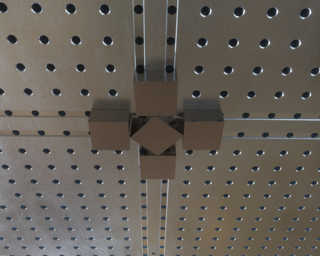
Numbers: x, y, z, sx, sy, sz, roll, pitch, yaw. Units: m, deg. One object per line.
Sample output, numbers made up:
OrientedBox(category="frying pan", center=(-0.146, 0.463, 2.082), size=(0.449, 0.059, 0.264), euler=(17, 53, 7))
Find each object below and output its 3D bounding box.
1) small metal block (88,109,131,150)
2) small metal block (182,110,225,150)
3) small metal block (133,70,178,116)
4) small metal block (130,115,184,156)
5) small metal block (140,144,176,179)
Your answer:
OrientedBox(category="small metal block", center=(-0.065, 0.003, 0.413), size=(0.050, 0.025, 0.050), euler=(1, 130, -2))
OrientedBox(category="small metal block", center=(0.056, 0.003, 0.415), size=(0.050, 0.025, 0.050), euler=(0, 130, 0))
OrientedBox(category="small metal block", center=(-0.005, -0.042, 0.376), size=(0.050, 0.025, 0.050), euler=(-1, 130, 0))
OrientedBox(category="small metal block", center=(-0.004, 0.004, 0.414), size=(0.050, 0.025, 0.050), euler=(35, 122, -26))
OrientedBox(category="small metal block", center=(-0.003, 0.049, 0.453), size=(0.050, 0.025, 0.050), euler=(0, 130, -1))
